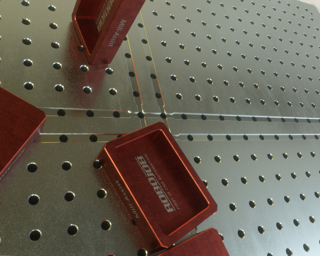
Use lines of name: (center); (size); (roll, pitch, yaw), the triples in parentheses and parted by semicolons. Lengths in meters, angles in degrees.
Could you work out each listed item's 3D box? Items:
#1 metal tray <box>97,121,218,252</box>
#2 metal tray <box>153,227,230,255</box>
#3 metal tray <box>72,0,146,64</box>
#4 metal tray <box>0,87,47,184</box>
metal tray: (-0.002, 0.064, 0.366); (0.091, 0.030, 0.130); (-23, 75, -37)
metal tray: (0.023, 0.169, 0.315); (0.131, 0.030, 0.090); (-13, 69, -34)
metal tray: (-0.071, -0.156, 0.398); (0.030, 0.129, 0.090); (-10, 67, -36)
metal tray: (-0.185, 0.015, 0.296); (0.090, 0.030, 0.130); (32, 51, -8)
